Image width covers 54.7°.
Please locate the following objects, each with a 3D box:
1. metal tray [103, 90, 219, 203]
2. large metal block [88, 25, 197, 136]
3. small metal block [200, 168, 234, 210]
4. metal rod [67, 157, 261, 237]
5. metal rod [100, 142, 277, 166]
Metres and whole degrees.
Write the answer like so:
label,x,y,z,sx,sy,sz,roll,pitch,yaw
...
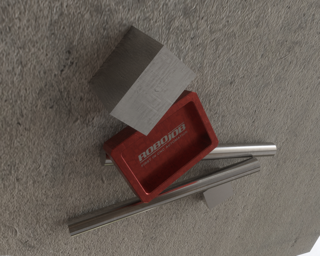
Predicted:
label,x,y,z,sx,sy,sz,roll,pitch,yaw
metal tray,0.006,0.021,0.396,0.131,0.030,0.090,-37,118,-16
large metal block,-0.022,-0.052,0.328,0.050,0.080,0.080,33,99,-39
small metal block,0.093,0.103,0.524,0.050,0.025,0.050,-30,129,-9
metal rod,0.016,0.099,0.465,0.302,0.025,0.025,-16,125,-15
metal rod,0.060,0.036,0.464,0.303,0.025,0.025,0,118,-29
